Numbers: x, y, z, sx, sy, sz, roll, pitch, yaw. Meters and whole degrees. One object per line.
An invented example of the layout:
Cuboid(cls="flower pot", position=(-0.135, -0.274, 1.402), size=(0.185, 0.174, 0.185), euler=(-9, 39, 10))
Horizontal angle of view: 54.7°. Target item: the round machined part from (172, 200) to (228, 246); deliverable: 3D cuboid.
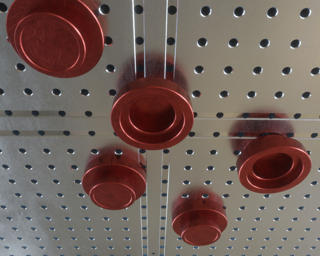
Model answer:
Cuboid(cls="round machined part", position=(0.071, 0.173, 0.549), size=(0.099, 0.042, 0.097), euler=(-1, 130, 0))

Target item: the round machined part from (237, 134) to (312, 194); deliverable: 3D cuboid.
Cuboid(cls="round machined part", position=(0.159, 0.047, 0.443), size=(0.099, 0.042, 0.097), euler=(-1, 130, 0))

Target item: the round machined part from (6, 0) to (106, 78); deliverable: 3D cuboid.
Cuboid(cls="round machined part", position=(-0.108, -0.093, 0.320), size=(0.099, 0.042, 0.097), euler=(-1, 130, 0))

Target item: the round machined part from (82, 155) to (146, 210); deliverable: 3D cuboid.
Cuboid(cls="round machined part", position=(-0.071, 0.090, 0.476), size=(0.099, 0.042, 0.097), euler=(-1, 130, 0))

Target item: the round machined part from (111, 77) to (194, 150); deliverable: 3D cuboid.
Cuboid(cls="round machined part", position=(-0.009, -0.021, 0.382), size=(0.099, 0.042, 0.097), euler=(-1, 130, 0))
